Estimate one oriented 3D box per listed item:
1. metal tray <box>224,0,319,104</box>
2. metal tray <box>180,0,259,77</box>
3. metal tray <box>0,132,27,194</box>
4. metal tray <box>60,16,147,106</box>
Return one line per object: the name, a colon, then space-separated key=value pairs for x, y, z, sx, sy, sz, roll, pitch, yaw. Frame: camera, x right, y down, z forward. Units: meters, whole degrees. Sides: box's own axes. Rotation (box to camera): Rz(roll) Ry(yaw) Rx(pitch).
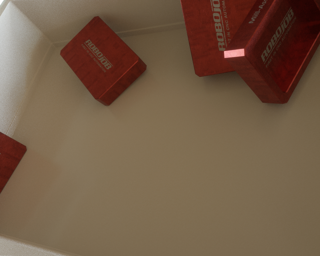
metal tray: x=0.137 y=-0.104 z=0.352 sx=0.130 sy=0.090 sz=0.030 roll=-57 pitch=30 yaw=-13
metal tray: x=0.079 y=-0.136 z=0.387 sx=0.090 sy=0.129 sz=0.030 roll=-6 pitch=18 yaw=24
metal tray: x=-0.275 y=0.064 z=0.465 sx=0.030 sy=0.090 sz=0.130 roll=13 pitch=68 yaw=33
metal tray: x=-0.093 y=-0.109 z=0.496 sx=0.090 sy=0.030 sz=0.130 roll=-44 pitch=62 yaw=4
